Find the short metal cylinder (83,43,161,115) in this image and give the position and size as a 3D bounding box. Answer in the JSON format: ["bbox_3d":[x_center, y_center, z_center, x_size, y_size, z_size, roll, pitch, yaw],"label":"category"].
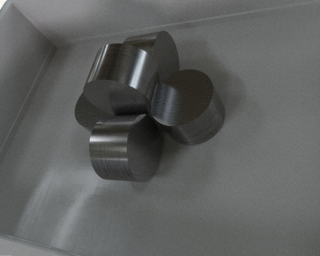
[{"bbox_3d":[-0.044,-0.054,0.367,0.080,0.080,0.050,-1,61,28],"label":"short metal cylinder"}]

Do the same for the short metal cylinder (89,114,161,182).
[{"bbox_3d":[-0.039,0.024,0.374,0.050,0.080,0.080,-1,61,27],"label":"short metal cylinder"}]

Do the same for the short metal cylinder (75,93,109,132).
[{"bbox_3d":[-0.072,-0.024,0.440,0.080,0.050,0.080,-13,56,21],"label":"short metal cylinder"}]

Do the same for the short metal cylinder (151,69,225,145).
[{"bbox_3d":[0.034,-0.025,0.384,0.080,0.050,0.080,-13,56,21],"label":"short metal cylinder"}]

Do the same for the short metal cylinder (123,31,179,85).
[{"bbox_3d":[-0.012,-0.090,0.429,0.050,0.080,0.080,-1,61,27],"label":"short metal cylinder"}]
